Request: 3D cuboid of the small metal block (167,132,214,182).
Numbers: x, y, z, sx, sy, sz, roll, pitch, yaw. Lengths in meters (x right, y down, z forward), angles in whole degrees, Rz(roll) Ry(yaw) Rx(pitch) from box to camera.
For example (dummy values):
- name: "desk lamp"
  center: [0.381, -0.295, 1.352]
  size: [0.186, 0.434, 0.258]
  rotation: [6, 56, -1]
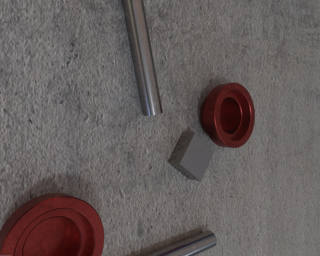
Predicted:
- name: "small metal block"
  center: [0.045, 0.041, 0.442]
  size: [0.050, 0.025, 0.050]
  rotation: [42, 65, -32]

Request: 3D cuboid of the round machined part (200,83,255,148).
- name: "round machined part"
  center: [0.100, -0.019, 0.477]
  size: [0.099, 0.042, 0.097]
  rotation: [0, 90, -40]

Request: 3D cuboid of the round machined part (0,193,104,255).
- name: "round machined part"
  center: [-0.108, 0.112, 0.303]
  size: [0.099, 0.042, 0.097]
  rotation: [0, 90, -40]

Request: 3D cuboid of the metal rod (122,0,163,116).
- name: "metal rod"
  center: [-0.034, -0.163, 0.375]
  size: [0.025, 0.025, 0.298]
  rotation: [-17, 101, -39]

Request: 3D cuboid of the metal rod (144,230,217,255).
- name: "metal rod"
  center: [-0.040, 0.175, 0.371]
  size: [0.302, 0.025, 0.025]
  rotation: [-4, 93, -40]
